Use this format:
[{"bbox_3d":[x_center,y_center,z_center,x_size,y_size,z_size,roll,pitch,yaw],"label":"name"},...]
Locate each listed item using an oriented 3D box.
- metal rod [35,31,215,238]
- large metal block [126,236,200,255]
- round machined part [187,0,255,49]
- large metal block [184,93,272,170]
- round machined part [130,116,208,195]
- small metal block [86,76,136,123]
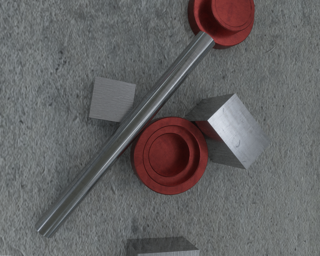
[{"bbox_3d":[-0.039,0.005,0.370,0.025,0.025,0.300,41,86,-16],"label":"metal rod"},{"bbox_3d":[0.000,0.189,0.396,0.081,0.050,0.080,5,89,-20],"label":"large metal block"},{"bbox_3d":[0.092,-0.164,0.433,0.099,0.042,0.097,0,90,-20],"label":"round machined part"},{"bbox_3d":[0.084,0.004,0.411,0.050,0.080,0.080,-44,104,-15],"label":"large metal block"},{"bbox_3d":[0.009,0.034,0.403,0.099,0.042,0.097,0,91,-19],"label":"round machined part"},{"bbox_3d":[-0.061,-0.034,0.386,0.050,0.025,0.050,10,87,-20],"label":"small metal block"}]
